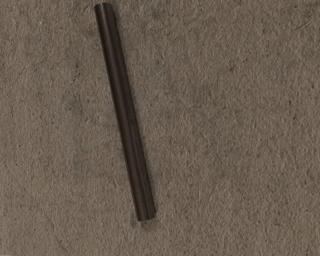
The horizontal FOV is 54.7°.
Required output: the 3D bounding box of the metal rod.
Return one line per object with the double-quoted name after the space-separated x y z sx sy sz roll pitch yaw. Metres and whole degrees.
-0.049 -0.025 0.425 0.025 0.025 0.298 -13 86 19 "metal rod"
